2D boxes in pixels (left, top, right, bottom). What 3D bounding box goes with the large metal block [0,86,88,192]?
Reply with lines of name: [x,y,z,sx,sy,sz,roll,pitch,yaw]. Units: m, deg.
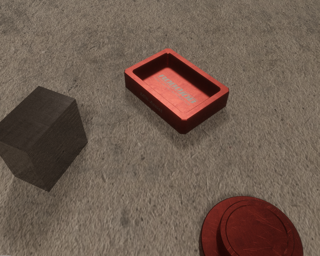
large metal block: [-0.133,0.013,0.355,0.050,0.080,0.080,20,53,15]

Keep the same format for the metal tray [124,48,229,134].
metal tray: [0.022,-0.058,0.449,0.091,0.030,0.130,-33,58,-25]

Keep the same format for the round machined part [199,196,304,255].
round machined part: [0.089,0.110,0.301,0.099,0.042,0.098,0,50,0]
